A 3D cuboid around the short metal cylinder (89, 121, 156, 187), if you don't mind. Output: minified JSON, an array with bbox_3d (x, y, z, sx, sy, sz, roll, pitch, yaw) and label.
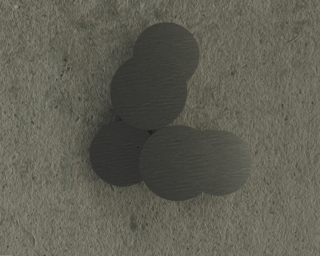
[{"bbox_3d":[-0.045,0.031,0.398,0.081,0.050,0.080,0,90,0],"label":"short metal cylinder"}]

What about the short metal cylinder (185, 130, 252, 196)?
[{"bbox_3d":[0.071,0.042,0.399,0.081,0.050,0.080,0,90,0],"label":"short metal cylinder"}]

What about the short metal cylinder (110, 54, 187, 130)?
[{"bbox_3d":[-0.012,-0.038,0.348,0.080,0.050,0.080,0,90,0],"label":"short metal cylinder"}]

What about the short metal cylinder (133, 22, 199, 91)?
[{"bbox_3d":[0.007,-0.088,0.399,0.081,0.050,0.080,0,90,0],"label":"short metal cylinder"}]

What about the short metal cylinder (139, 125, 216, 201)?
[{"bbox_3d":[0.018,0.036,0.348,0.081,0.050,0.080,0,90,-1],"label":"short metal cylinder"}]
